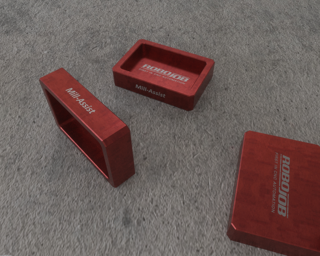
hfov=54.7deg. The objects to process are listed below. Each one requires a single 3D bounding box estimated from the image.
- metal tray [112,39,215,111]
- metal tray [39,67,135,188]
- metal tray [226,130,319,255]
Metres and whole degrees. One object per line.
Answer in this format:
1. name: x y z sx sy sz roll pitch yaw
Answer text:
1. metal tray: 0.006 -0.084 0.470 0.130 0.030 0.090 21 53 16
2. metal tray: -0.084 -0.001 0.360 0.030 0.090 0.130 -35 59 -26
3. metal tray: 0.130 0.068 0.343 0.090 0.030 0.130 13 51 10
